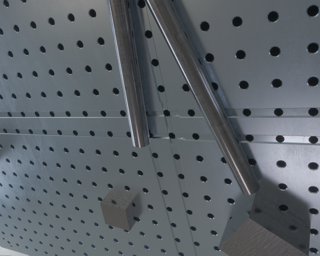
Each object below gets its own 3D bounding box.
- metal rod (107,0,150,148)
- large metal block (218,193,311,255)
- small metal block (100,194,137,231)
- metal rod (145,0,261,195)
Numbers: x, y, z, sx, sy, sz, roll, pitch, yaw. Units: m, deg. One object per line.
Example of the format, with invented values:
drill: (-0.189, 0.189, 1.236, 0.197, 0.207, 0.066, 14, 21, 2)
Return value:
metal rod: (-0.043, -0.109, 0.366, 0.025, 0.025, 0.298, 7, 122, 24)
large metal block: (0.138, 0.145, 0.412, 0.080, 0.050, 0.079, 32, 129, 7)
small metal block: (-0.072, 0.147, 0.540, 0.050, 0.025, 0.050, 8, 122, 24)
metal rod: (0.047, -0.048, 0.356, 0.025, 0.025, 0.299, -18, 109, 35)
